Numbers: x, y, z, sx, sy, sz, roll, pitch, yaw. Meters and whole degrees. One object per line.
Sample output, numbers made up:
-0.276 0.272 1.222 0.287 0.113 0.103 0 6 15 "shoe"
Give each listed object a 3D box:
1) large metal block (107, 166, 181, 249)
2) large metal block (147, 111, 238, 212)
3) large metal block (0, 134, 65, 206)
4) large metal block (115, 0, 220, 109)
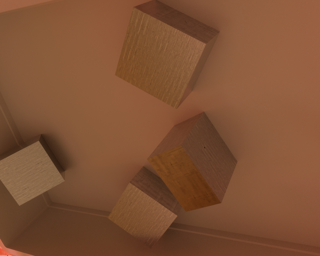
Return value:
-0.019 0.119 0.466 0.080 0.050 0.079 34 118 5 "large metal block"
0.043 0.039 0.374 0.050 0.080 0.080 -26 104 37 "large metal block"
-0.217 0.068 0.519 0.080 0.050 0.080 -29 108 -9 "large metal block"
0.006 -0.081 0.338 0.080 0.050 0.079 30 128 8 "large metal block"
